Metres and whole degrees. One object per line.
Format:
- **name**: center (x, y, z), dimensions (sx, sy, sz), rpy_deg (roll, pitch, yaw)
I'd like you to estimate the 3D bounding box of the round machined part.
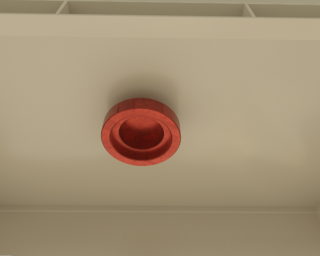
- **round machined part**: center (-0.023, 0.001, 0.398), dimensions (0.099, 0.042, 0.097), rpy_deg (0, 130, 0)
